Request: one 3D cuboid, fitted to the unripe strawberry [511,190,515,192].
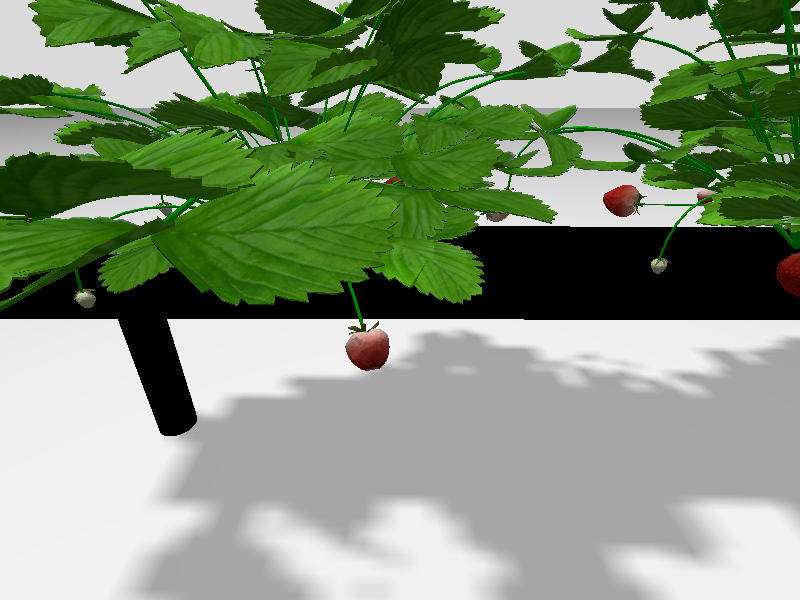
[{"bbox_3d":[0.138,-0.130,0.509,0.019,0.020,0.018,18,33,31],"label":"unripe strawberry"}]

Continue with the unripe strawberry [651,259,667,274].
[{"bbox_3d":[0.201,-0.026,0.312,0.011,0.012,0.011,-10,29,-18],"label":"unripe strawberry"}]

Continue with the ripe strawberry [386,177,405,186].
[{"bbox_3d":[-0.004,-0.146,0.523,0.036,0.031,0.036,12,29,21],"label":"ripe strawberry"}]

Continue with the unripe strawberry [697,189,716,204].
[{"bbox_3d":[0.392,-0.132,0.513,0.021,0.021,0.018,4,31,8],"label":"unripe strawberry"}]

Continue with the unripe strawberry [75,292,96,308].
[{"bbox_3d":[-0.197,0.000,0.251,0.011,0.011,0.010,22,35,36],"label":"unripe strawberry"}]

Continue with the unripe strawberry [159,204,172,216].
[{"bbox_3d":[-0.261,-0.101,0.446,0.015,0.014,0.013,14,30,24],"label":"unripe strawberry"}]

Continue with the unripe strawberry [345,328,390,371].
[{"bbox_3d":[-0.016,0.026,0.206,0.023,0.021,0.020,-10,-25,-19],"label":"unripe strawberry"}]

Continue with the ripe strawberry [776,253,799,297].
[{"bbox_3d":[0.279,-0.016,0.271,0.037,0.033,0.034,21,35,35],"label":"ripe strawberry"}]

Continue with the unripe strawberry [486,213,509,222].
[{"bbox_3d":[0.108,-0.097,0.439,0.024,0.023,0.026,-1,25,-26],"label":"unripe strawberry"}]

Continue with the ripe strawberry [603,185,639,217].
[{"bbox_3d":[0.255,-0.115,0.464,0.035,0.037,0.037,-24,35,-38],"label":"ripe strawberry"}]
